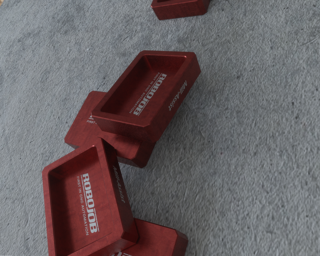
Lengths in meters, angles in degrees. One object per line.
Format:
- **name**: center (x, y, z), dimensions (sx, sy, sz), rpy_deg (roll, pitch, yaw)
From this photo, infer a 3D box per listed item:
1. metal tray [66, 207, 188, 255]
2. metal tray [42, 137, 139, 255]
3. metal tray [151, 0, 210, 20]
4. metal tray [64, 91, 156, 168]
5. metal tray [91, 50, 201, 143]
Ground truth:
- **metal tray**: center (-0.044, 0.143, 0.336), dimensions (0.130, 0.030, 0.090), rpy_deg (6, 64, 30)
- **metal tray**: center (-0.085, 0.084, 0.354), dimensions (0.090, 0.030, 0.130), rpy_deg (-29, 52, 9)
- **metal tray**: center (0.047, -0.246, 0.526), dimensions (0.090, 0.030, 0.130), rpy_deg (4, 64, 30)
- **metal tray**: center (-0.063, -0.002, 0.435), dimensions (0.130, 0.030, 0.090), rpy_deg (10, 67, 32)
- **metal tray**: center (-0.015, -0.047, 0.397), dimensions (0.090, 0.030, 0.130), rpy_deg (12, 55, 33)
